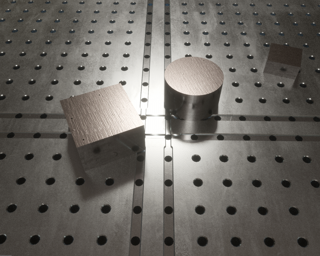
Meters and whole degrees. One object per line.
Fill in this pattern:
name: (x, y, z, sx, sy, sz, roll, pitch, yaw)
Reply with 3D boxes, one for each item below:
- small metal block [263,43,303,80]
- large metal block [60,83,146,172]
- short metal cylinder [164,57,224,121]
small metal block: (0.199, -0.109, 0.502, 0.050, 0.025, 0.050, 16, 52, 12)
large metal block: (-0.072, -0.003, 0.393, 0.081, 0.050, 0.080, -19, 53, -16)
short metal cylinder: (0.046, -0.056, 0.439, 0.081, 0.050, 0.080, 0, 50, 0)
